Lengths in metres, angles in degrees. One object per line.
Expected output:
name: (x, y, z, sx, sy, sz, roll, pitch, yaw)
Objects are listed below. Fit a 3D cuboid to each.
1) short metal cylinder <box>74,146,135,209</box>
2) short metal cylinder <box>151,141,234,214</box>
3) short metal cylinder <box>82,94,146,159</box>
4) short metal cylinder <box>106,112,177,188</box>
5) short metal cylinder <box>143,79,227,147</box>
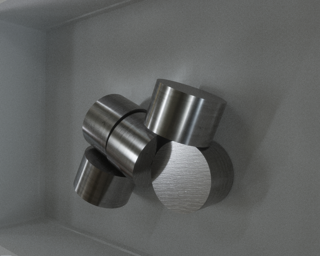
short metal cylinder: (-0.072, 0.064, 0.425, 0.080, 0.081, 0.050, 36, 112, 34)
short metal cylinder: (0.037, 0.053, 0.356, 0.080, 0.050, 0.079, 0, 90, 39)
short metal cylinder: (-0.054, 0.001, 0.411, 0.050, 0.081, 0.079, 32, 110, 35)
short metal cylinder: (-0.019, 0.027, 0.383, 0.050, 0.081, 0.079, 33, 111, 35)
short metal cylinder: (0.027, -0.018, 0.345, 0.080, 0.081, 0.050, 29, 108, 36)
